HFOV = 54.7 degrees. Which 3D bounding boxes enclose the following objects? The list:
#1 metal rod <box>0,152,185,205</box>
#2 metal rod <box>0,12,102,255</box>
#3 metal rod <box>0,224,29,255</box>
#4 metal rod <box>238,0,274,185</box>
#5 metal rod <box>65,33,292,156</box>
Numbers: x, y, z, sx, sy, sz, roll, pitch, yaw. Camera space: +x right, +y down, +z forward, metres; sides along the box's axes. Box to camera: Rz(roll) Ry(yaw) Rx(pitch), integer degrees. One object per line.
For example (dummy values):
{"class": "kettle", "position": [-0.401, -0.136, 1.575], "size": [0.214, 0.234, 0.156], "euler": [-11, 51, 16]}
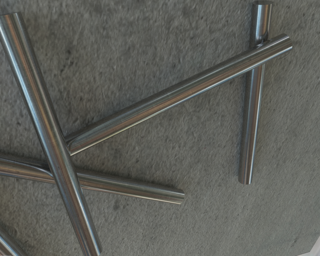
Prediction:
{"class": "metal rod", "position": [-0.085, 0.069, 0.404], "size": [0.302, 0.025, 0.025], "euler": [19, 108, -36]}
{"class": "metal rod", "position": [-0.112, 0.031, 0.339], "size": [0.025, 0.025, 0.298], "euler": [-19, 118, -18]}
{"class": "metal rod", "position": [-0.206, 0.118, 0.367], "size": [0.025, 0.025, 0.298], "euler": [-26, 128, -13]}
{"class": "metal rod", "position": [0.139, -0.032, 0.465], "size": [0.025, 0.025, 0.298], "euler": [-18, 126, -18]}
{"class": "metal rod", "position": [0.024, -0.043, 0.377], "size": [0.301, 0.025, 0.025], "euler": [-26, 128, -6]}
